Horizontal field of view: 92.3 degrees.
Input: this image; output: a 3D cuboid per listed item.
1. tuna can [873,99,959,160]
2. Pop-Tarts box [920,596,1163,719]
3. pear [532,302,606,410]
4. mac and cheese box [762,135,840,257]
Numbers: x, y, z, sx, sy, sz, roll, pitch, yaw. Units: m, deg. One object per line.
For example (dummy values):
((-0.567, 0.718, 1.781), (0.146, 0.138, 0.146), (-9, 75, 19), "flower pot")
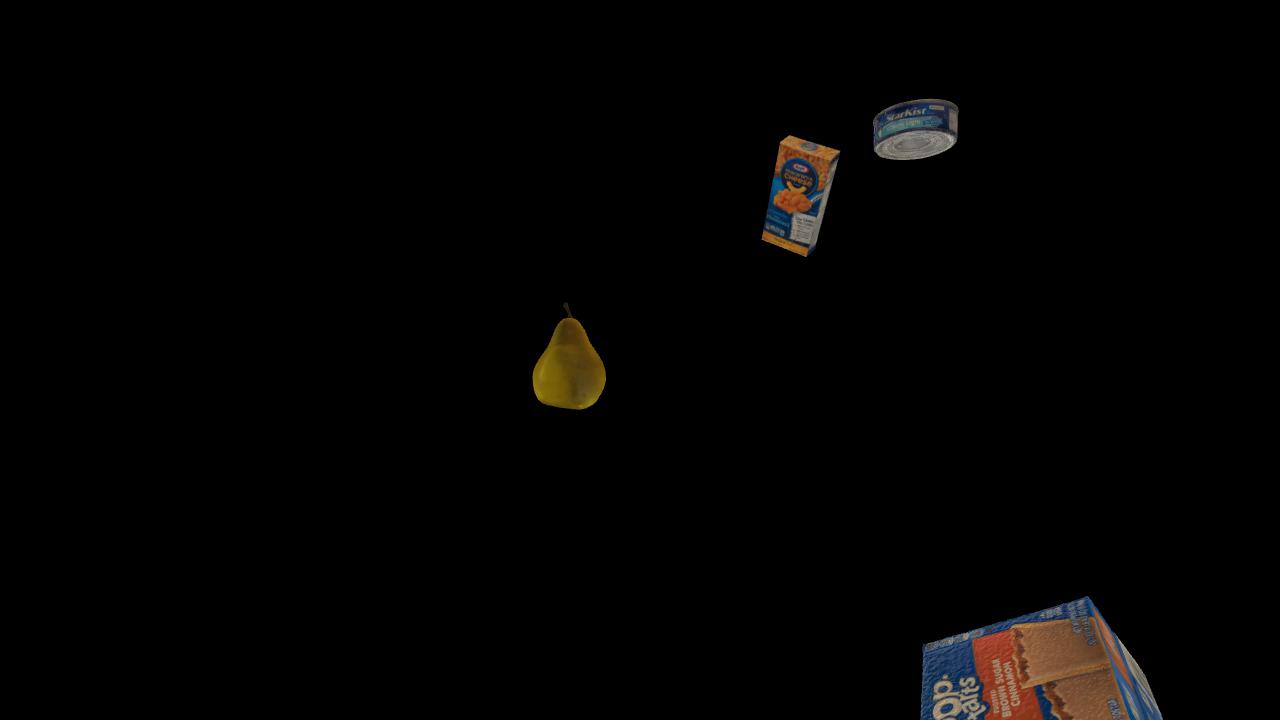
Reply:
((0.294, -0.245, 0.660), (0.084, 0.034, 0.084), (2, -3, 0), "tuna can")
((0.286, 0.270, 0.440), (0.141, 0.083, 0.167), (-36, -3, 30), "Pop-Tarts box")
((-0.071, -0.005, 0.640), (0.080, 0.111, 0.080), (7, -3, 0), "pear")
((0.265, -0.270, 1.029), (0.093, 0.184, 0.041), (30, 52, 26), "mac and cheese box")
